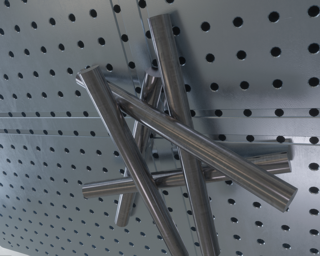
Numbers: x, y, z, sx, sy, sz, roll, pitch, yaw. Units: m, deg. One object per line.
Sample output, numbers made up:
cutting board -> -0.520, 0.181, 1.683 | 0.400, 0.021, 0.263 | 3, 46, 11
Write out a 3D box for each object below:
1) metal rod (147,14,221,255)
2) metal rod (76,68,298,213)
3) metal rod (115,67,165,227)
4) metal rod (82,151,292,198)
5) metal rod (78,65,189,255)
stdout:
metal rod -> 0.032, 0.020, 0.371 | 0.025, 0.025, 0.298 | -6, 105, 31
metal rod -> 0.005, -0.003, 0.348 | 0.300, 0.025, 0.025 | 31, 131, 31
metal rod -> -0.037, 0.049, 0.461 | 0.025, 0.025, 0.298 | 25, 127, 13
metal rod -> 0.018, 0.069, 0.423 | 0.300, 0.025, 0.025 | -13, 112, 26
metal rod -> -0.024, 0.062, 0.402 | 0.025, 0.025, 0.299 | -9, 116, 32
